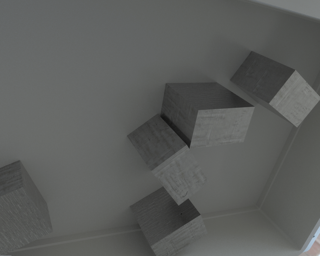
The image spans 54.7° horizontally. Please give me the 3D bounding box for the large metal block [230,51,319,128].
[{"bbox_3d":[0.159,-0.054,0.429,0.080,0.080,0.050,28,103,-38],"label":"large metal block"}]

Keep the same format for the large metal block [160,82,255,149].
[{"bbox_3d":[0.057,-0.020,0.394,0.081,0.080,0.050,-5,121,-26],"label":"large metal block"}]

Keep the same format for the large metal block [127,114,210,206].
[{"bbox_3d":[0.010,0.040,0.405,0.050,0.080,0.080,-37,130,-4],"label":"large metal block"}]

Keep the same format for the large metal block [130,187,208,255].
[{"bbox_3d":[0.012,0.138,0.467,0.080,0.080,0.050,-29,129,-10],"label":"large metal block"}]

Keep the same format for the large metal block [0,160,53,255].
[{"bbox_3d":[-0.181,0.096,0.353,0.081,0.050,0.080,-23,127,-15],"label":"large metal block"}]
